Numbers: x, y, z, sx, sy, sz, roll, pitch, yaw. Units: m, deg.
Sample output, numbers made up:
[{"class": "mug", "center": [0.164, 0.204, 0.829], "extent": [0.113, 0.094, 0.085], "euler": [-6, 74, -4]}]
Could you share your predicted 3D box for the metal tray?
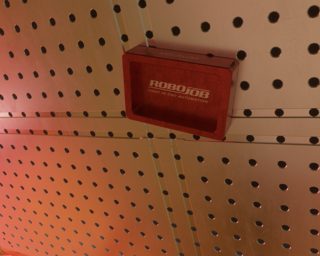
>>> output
[{"class": "metal tray", "center": [0.021, -0.043, 0.370], "extent": [0.130, 0.030, 0.089], "euler": [13, 124, 20]}]
